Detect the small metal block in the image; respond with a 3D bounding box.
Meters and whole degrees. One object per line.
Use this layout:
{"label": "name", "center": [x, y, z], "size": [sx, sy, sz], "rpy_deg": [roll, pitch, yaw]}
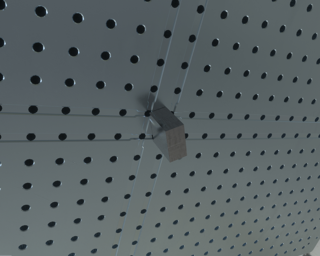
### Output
{"label": "small metal block", "center": [0.010, 0.008, 0.405], "size": [0.025, 0.050, 0.050], "rpy_deg": [-21, 127, -16]}
